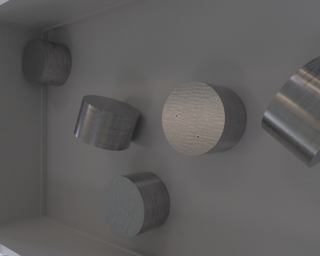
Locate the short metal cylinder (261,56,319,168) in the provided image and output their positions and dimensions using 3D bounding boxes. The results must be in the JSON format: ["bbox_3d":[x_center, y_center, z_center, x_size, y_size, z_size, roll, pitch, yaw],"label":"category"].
[{"bbox_3d":[0.134,-0.013,0.261,0.050,0.081,0.080,47,118,30],"label":"short metal cylinder"}]

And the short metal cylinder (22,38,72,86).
[{"bbox_3d":[-0.205,-0.117,0.560,0.080,0.050,0.080,0,90,40],"label":"short metal cylinder"}]

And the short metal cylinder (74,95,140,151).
[{"bbox_3d":[-0.073,-0.009,0.432,0.080,0.081,0.050,30,109,36],"label":"short metal cylinder"}]

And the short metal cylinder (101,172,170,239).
[{"bbox_3d":[-0.033,0.102,0.418,0.080,0.050,0.080,0,90,40],"label":"short metal cylinder"}]

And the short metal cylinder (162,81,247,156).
[{"bbox_3d":[0.049,-0.010,0.350,0.080,0.050,0.080,0,90,40],"label":"short metal cylinder"}]
